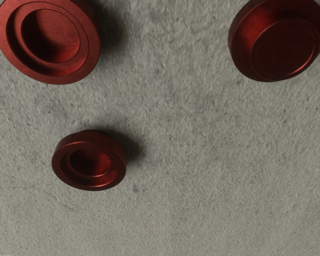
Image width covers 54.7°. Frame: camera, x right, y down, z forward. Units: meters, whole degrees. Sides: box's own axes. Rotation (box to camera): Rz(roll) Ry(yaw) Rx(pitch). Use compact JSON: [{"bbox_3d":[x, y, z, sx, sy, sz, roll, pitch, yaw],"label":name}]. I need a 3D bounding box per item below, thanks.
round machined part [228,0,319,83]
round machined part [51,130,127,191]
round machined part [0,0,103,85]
[{"bbox_3d":[0.124,-0.088,0.323,0.099,0.042,0.097,-1,130,0],"label":"round machined part"},{"bbox_3d":[-0.095,0.041,0.429,0.099,0.042,0.097,-1,130,0],"label":"round machined part"},{"bbox_3d":[-0.107,-0.096,0.313,0.099,0.042,0.097,-1,130,0],"label":"round machined part"}]
